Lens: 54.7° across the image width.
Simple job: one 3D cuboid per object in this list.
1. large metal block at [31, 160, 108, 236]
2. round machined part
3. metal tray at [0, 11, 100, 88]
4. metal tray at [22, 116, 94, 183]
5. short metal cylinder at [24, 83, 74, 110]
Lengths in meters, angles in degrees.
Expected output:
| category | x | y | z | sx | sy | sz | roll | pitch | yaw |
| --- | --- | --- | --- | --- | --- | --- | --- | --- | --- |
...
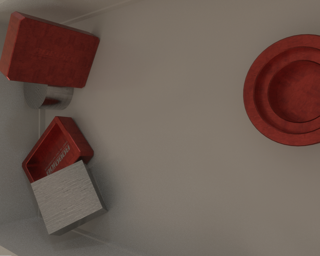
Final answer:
| category | x | y | z | sx | sy | sz | roll | pitch | yaw |
| --- | --- | --- | --- | --- | --- | --- | --- | --- | --- |
| large metal block | -0.136 | 0.107 | 0.471 | 0.080 | 0.050 | 0.080 | -25 | 71 | -9 |
| round machined part | 0.132 | -0.033 | 0.286 | 0.098 | 0.042 | 0.097 | 0 | 90 | 39 |
| metal tray | -0.164 | -0.112 | 0.470 | 0.030 | 0.131 | 0.089 | 36 | 112 | 34 |
| metal tray | -0.180 | 0.054 | 0.536 | 0.129 | 0.030 | 0.090 | -48 | 64 | 21 |
| short metal cylinder | -0.199 | -0.073 | 0.551 | 0.080 | 0.050 | 0.079 | 0 | 90 | 39 |
